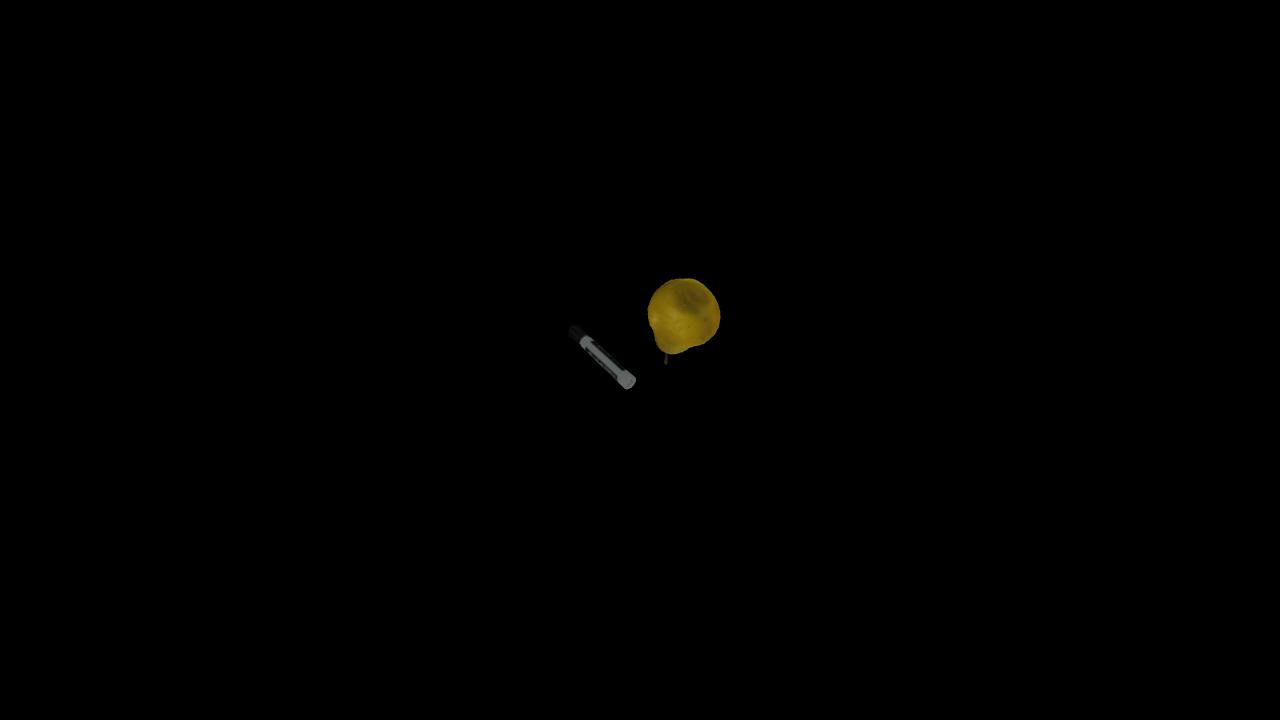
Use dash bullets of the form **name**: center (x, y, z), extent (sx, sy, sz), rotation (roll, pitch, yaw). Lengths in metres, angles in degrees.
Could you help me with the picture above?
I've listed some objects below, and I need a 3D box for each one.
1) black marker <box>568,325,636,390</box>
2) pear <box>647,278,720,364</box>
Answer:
- **black marker**: center (-0.050, -0.007, 0.767), extent (0.121, 0.020, 0.020), rotation (42, 25, 30)
- **pear**: center (0.040, -0.040, 0.688), extent (0.080, 0.080, 0.111), rotation (0, -29, -24)
